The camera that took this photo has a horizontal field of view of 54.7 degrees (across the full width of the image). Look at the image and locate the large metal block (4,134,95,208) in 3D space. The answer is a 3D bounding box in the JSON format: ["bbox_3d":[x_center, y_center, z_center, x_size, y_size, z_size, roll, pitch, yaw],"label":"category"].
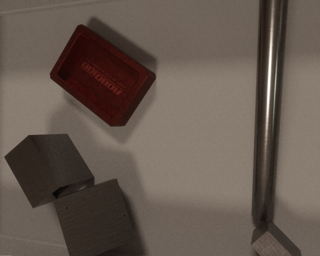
[{"bbox_3d":[-0.151,0.056,0.433,0.050,0.080,0.080,-38,78,16],"label":"large metal block"}]

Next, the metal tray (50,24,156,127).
[{"bbox_3d":[-0.082,-0.073,0.435,0.130,0.030,0.090,37,101,15],"label":"metal tray"}]

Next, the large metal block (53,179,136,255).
[{"bbox_3d":[-0.086,0.118,0.406,0.081,0.050,0.080,-17,85,-17],"label":"large metal block"}]

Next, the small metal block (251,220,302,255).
[{"bbox_3d":[0.132,0.136,0.351,0.050,0.050,0.025,46,104,14],"label":"small metal block"}]

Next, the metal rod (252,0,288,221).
[{"bbox_3d":[0.110,-0.034,0.314,0.025,0.025,0.298,3,113,19],"label":"metal rod"}]
